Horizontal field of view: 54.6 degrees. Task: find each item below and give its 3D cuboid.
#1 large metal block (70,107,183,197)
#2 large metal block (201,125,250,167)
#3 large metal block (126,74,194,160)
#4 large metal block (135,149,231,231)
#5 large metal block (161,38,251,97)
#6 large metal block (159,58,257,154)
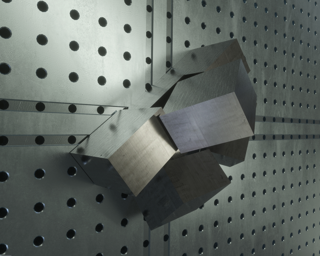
[{"bbox_3d":[-0.037,0.022,0.340,0.080,0.080,0.050,-46,118,-30],"label":"large metal block"},{"bbox_3d":[0.093,0.007,0.441,0.050,0.080,0.080,15,77,3],"label":"large metal block"},{"bbox_3d":[0.010,-0.011,0.402,0.080,0.050,0.080,-47,118,-30],"label":"large metal block"},{"bbox_3d":[0.026,0.076,0.385,0.081,0.080,0.050,-11,61,-39],"label":"large metal block"},{"bbox_3d":[0.062,-0.073,0.424,0.080,0.080,0.050,-47,119,-30],"label":"large metal block"},{"bbox_3d":[0.056,-0.025,0.337,0.050,0.080,0.080,60,31,-23],"label":"large metal block"}]
